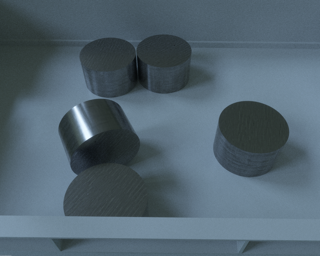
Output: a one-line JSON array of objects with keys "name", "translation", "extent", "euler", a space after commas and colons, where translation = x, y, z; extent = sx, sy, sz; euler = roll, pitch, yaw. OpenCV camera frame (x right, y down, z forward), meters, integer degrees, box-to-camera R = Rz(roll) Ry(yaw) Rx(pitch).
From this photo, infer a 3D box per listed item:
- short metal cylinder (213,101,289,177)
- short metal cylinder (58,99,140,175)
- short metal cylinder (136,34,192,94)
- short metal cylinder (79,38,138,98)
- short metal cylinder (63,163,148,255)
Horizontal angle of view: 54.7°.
[{"name": "short metal cylinder", "translation": [0.109, 0.013, 0.379], "extent": [0.080, 0.050, 0.080], "euler": [0, 50, 0]}, {"name": "short metal cylinder", "translation": [-0.070, 0.013, 0.358], "extent": [0.081, 0.080, 0.050], "euler": [-21, 53, -16]}, {"name": "short metal cylinder", "translation": [0.006, -0.098, 0.471], "extent": [0.080, 0.050, 0.080], "euler": [0, 50, 0]}, {"name": "short metal cylinder", "translation": [-0.075, -0.091, 0.465], "extent": [0.080, 0.050, 0.080], "euler": [0, 50, 0]}, {"name": "short metal cylinder", "translation": [-0.052, 0.083, 0.318], "extent": [0.081, 0.050, 0.080], "euler": [0, 50, 0]}]
